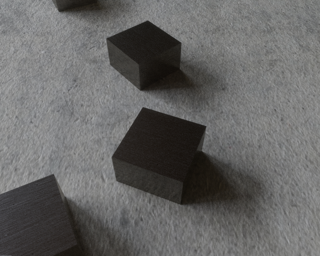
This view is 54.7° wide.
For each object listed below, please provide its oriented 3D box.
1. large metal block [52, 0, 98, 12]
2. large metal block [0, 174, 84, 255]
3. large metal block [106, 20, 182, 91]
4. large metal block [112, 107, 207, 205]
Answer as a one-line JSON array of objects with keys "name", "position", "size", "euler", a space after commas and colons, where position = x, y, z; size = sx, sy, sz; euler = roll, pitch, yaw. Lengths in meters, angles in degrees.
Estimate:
[{"name": "large metal block", "position": [-0.182, -0.286, 0.625], "size": [0.081, 0.050, 0.080], "euler": [-22, 54, -18]}, {"name": "large metal block", "position": [-0.126, 0.103, 0.299], "size": [0.081, 0.050, 0.080], "euler": [-21, 53, -17]}, {"name": "large metal block", "position": [-0.025, -0.115, 0.483], "size": [0.081, 0.050, 0.080], "euler": [-33, 58, -25]}, {"name": "large metal block", "position": [0.001, 0.030, 0.362], "size": [0.080, 0.050, 0.080], "euler": [18, 52, 14]}]
